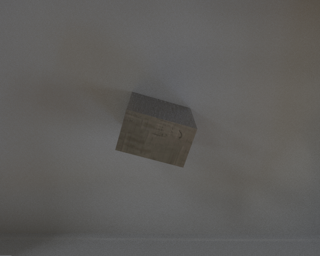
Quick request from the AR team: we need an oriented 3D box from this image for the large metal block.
[{"bbox_3d":[-0.005,-0.001,0.382,0.080,0.080,0.050,15,109,-6],"label":"large metal block"}]
